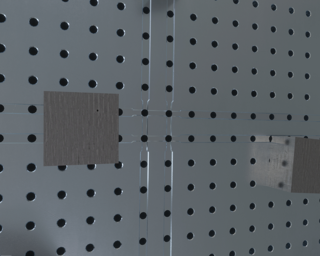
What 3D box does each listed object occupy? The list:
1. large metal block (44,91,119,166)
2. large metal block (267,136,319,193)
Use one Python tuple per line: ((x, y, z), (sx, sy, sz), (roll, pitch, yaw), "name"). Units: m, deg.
((-0.094, 0.000, 0.365), (0.081, 0.050, 0.080), (0, 90, -20), "large metal block")
((0.219, 0.056, 0.480), (0.081, 0.050, 0.080), (6, 88, -20), "large metal block")
